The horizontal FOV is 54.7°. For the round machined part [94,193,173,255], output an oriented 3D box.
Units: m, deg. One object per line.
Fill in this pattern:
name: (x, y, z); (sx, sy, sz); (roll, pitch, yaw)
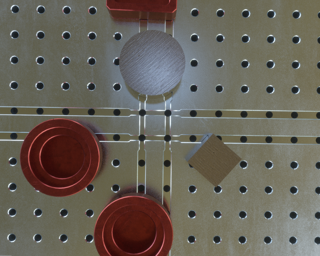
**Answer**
round machined part: (-0.033, 0.133, 0.405); (0.099, 0.042, 0.097); (0, 90, -1)

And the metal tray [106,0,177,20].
metal tray: (-0.021, -0.214, 0.410); (0.091, 0.030, 0.129); (3, 90, -1)

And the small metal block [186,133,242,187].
small metal block: (0.071, 0.042, 0.414); (0.050, 0.025, 0.050); (42, 90, -1)

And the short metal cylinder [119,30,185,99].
short metal cylinder: (-0.009, -0.080, 0.401); (0.081, 0.050, 0.079); (0, 90, 0)

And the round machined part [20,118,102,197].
round machined part: (-0.124, 0.036, 0.403); (0.099, 0.042, 0.097); (0, 90, -1)
